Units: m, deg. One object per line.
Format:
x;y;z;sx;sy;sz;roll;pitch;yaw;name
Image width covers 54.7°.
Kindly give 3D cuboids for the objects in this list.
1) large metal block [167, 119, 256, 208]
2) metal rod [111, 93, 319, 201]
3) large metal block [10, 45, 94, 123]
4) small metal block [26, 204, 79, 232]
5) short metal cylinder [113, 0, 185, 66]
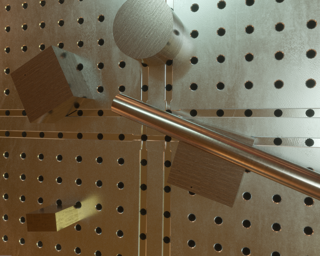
0.064;0.039;0.376;0.080;0.050;0.080;18;96;18;large metal block
0.080;0.025;0.330;0.301;0.025;0.025;23;98;18;metal rod
-0.157;-0.060;0.453;0.080;0.050;0.080;-28;81;17;large metal block
-0.156;0.131;0.453;0.050;0.050;0.025;-7;88;19;small metal block
-0.014;-0.125;0.403;0.080;0.050;0.079;0;90;19;short metal cylinder
